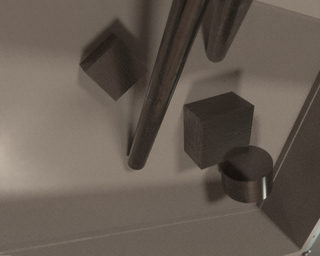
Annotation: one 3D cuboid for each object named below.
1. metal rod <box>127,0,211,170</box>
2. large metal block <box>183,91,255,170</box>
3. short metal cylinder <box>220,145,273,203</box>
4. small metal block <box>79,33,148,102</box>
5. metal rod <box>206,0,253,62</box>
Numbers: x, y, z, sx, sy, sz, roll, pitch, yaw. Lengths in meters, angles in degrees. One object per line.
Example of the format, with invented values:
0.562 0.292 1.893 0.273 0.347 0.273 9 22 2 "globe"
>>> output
0.000 -0.034 0.303 0.025 0.025 0.298 -13 151 -22 "metal rod"
0.081 0.002 0.441 0.081 0.050 0.079 -17 125 -19 "large metal block"
0.139 0.073 0.497 0.081 0.080 0.050 -25 128 -14 "short metal cylinder"
-0.050 -0.066 0.341 0.050 0.025 0.050 -43 130 1 "small metal block"
0.055 -0.091 0.246 0.025 0.300 0.025 0 92 6 "metal rod"
